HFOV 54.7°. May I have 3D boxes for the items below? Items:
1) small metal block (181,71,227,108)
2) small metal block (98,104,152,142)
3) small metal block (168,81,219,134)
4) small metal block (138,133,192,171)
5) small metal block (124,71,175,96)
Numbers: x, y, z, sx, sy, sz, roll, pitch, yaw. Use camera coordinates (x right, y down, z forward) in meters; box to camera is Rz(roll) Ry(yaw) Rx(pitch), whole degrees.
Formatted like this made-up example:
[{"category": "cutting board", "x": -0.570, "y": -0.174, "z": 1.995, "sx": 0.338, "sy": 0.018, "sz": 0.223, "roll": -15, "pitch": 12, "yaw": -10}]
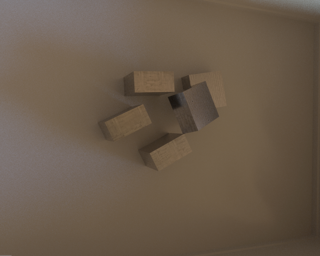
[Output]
[{"category": "small metal block", "x": 0.062, "y": -0.051, "z": 0.435, "sx": 0.050, "sy": 0.025, "sz": 0.050, "roll": -11, "pitch": 94, "yaw": -20}, {"category": "small metal block", "x": -0.045, "y": -0.006, "z": 0.382, "sx": 0.050, "sy": 0.050, "sz": 0.025, "roll": -27, "pitch": 100, "yaw": -18}, {"category": "small metal block", "x": 0.043, "y": -0.026, "z": 0.391, "sx": 0.050, "sy": 0.025, "sz": 0.050, "roll": -30, "pitch": 101, "yaw": -44}, {"category": "small metal block", "x": 0.005, "y": 0.029, "z": 0.400, "sx": 0.050, "sy": 0.050, "sz": 0.025, "roll": -29, "pitch": 100, "yaw": -18}, {"category": "small metal block", "x": -0.015, "y": -0.055, "z": 0.393, "sx": 0.050, "sy": 0.050, "sz": 0.025, "roll": -4, "pitch": 92, "yaw": -20}]
